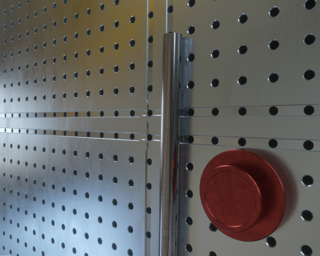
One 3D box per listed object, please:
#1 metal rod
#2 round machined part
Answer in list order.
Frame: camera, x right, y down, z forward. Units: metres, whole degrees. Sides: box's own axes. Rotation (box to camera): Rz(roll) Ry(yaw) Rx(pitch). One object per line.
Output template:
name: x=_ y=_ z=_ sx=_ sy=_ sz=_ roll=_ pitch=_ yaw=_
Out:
metal rod: x=0.013 y=0.031 z=0.398 sx=0.025 sy=0.025 sz=0.298 roll=2 pitch=91 yaw=40
round machined part: x=0.083 y=0.072 z=0.330 sx=0.098 sy=0.042 sz=0.097 roll=0 pitch=90 yaw=40
